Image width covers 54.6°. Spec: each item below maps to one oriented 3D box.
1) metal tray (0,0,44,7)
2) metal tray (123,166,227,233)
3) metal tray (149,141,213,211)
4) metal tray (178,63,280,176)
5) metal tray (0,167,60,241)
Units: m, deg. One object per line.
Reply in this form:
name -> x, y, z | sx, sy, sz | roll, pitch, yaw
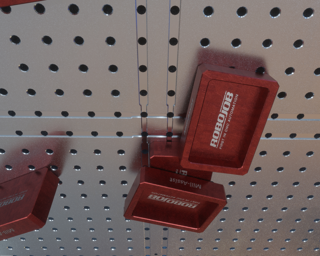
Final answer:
metal tray -> -0.136, -0.159, 0.272 | 0.131, 0.030, 0.090 | -7, 130, 5
metal tray -> 0.021, 0.110, 0.461 | 0.131, 0.030, 0.089 | 15, 128, -13
metal tray -> 0.029, 0.079, 0.475 | 0.091, 0.030, 0.129 | 2, 130, -2
metal tray -> 0.079, -0.007, 0.382 | 0.091, 0.030, 0.129 | 8, 116, -7
metal tray -> -0.223, 0.119, 0.467 | 0.130, 0.090, 0.030 | -20, 127, 16
